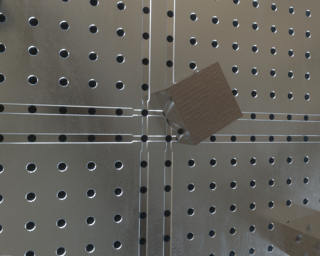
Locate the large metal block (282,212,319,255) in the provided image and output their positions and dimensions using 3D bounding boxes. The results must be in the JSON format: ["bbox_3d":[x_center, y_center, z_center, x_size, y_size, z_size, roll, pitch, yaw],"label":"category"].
[{"bbox_3d":[0.252,0.173,0.476,0.081,0.080,0.050,-10,94,-20],"label":"large metal block"}]

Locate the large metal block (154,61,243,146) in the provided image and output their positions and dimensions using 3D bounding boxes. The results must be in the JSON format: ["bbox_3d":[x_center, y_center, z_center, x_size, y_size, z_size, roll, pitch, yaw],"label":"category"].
[{"bbox_3d":[0.051,-0.032,0.418,0.080,0.050,0.080,-30,100,-17],"label":"large metal block"}]
